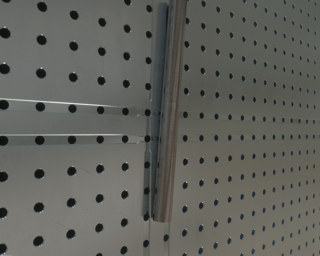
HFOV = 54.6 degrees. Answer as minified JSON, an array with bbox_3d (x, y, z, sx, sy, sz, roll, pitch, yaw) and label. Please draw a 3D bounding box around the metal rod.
[{"bbox_3d":[0.014,-0.027,0.419,0.025,0.025,0.299,7,86,-40],"label":"metal rod"}]
